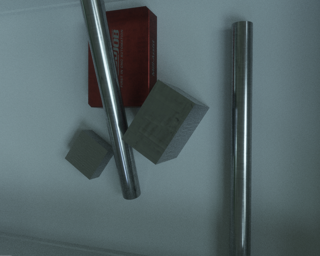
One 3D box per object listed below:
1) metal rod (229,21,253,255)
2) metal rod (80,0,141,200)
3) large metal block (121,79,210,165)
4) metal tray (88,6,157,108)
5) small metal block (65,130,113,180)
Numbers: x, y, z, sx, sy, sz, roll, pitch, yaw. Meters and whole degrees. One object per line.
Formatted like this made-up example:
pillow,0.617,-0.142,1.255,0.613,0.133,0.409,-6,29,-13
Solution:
metal rod,0.098,0.024,0.375,0.025,0.025,0.298,1,90,19
metal rod,-0.059,-0.045,0.368,0.025,0.025,0.298,0,114,20
large metal block,0.010,-0.007,0.377,0.050,0.080,0.080,35,101,16
metal tray,-0.052,-0.093,0.425,0.090,0.030,0.129,0,90,19
small metal block,-0.099,0.037,0.444,0.050,0.025,0.050,37,101,16
